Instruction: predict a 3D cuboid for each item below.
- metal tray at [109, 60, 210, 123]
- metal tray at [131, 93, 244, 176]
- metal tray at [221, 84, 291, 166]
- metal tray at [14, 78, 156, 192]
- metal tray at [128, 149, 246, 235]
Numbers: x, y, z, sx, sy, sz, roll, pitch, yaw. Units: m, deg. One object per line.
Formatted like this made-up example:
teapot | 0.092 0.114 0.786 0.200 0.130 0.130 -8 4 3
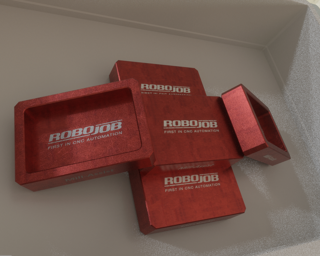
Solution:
metal tray | 0.003 -0.043 0.427 0.131 0.030 0.090 0 62 -29
metal tray | 0.031 0.005 0.375 0.131 0.030 0.090 -1 62 -29
metal tray | 0.137 0.000 0.434 0.131 0.030 0.090 20 49 -54
metal tray | -0.077 0.006 0.316 0.131 0.030 0.090 -12 66 -2
metal tray | 0.033 0.070 0.373 0.131 0.030 0.090 0 62 -29
